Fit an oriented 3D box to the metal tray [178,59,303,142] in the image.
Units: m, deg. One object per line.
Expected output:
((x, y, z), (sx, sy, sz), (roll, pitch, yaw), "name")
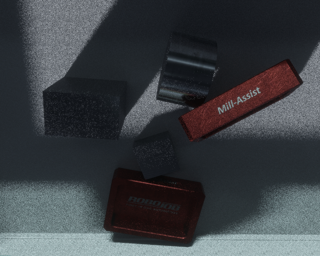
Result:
((0.092, -0.026, 0.366), (0.130, 0.090, 0.030), (-28, 81, 9), "metal tray")

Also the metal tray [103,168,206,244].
((-0.009, 0.114, 0.450), (0.131, 0.030, 0.089), (11, 110, -5), "metal tray")

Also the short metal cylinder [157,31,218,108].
((0.029, -0.066, 0.358), (0.050, 0.080, 0.079), (12, 110, -5), "short metal cylinder")

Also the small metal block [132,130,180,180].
((-0.004, 0.037, 0.425), (0.050, 0.025, 0.050), (-18, 109, 6), "small metal block")

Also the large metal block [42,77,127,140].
((-0.085, -0.026, 0.371), (0.081, 0.080, 0.050), (4, 110, -2), "large metal block")
